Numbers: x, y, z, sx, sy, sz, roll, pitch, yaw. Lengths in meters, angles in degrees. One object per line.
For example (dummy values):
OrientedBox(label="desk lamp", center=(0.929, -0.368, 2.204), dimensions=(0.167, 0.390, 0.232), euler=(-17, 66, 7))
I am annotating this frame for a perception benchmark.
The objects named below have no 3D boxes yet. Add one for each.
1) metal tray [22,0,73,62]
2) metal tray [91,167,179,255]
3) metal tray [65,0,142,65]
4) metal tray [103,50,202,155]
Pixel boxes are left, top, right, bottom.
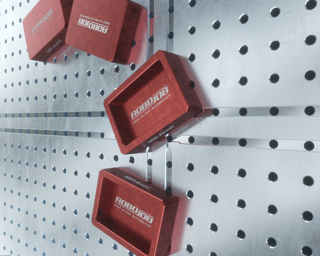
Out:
OrientedBox(label="metal tray", center=(-0.207, -0.192, 0.579), dimensions=(0.130, 0.030, 0.090), euler=(-24, 75, 37))
OrientedBox(label="metal tray", center=(-0.041, 0.119, 0.440), dimensions=(0.130, 0.030, 0.089), euler=(18, 101, 38))
OrientedBox(label="metal tray", center=(-0.093, -0.160, 0.484), dimensions=(0.130, 0.030, 0.089), euler=(28, 107, 36))
OrientedBox(label="metal tray", center=(-0.016, -0.031, 0.420), dimensions=(0.130, 0.030, 0.090), euler=(-35, 68, 34))
